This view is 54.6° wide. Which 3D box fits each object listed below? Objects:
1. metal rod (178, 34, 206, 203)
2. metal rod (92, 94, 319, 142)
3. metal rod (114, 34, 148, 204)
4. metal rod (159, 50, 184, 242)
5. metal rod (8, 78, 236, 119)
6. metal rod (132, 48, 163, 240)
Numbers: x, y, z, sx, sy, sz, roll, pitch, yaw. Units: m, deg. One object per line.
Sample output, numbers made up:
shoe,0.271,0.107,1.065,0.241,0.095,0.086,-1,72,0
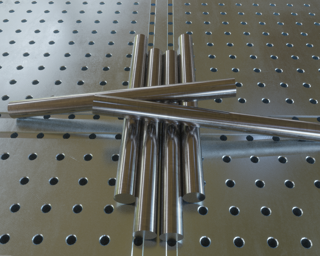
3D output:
metal rod,0.041,-0.038,0.439,0.025,0.025,0.300,1,50,1
metal rod,0.069,-0.011,0.390,0.302,0.025,0.025,7,50,-6
metal rod,-0.035,-0.037,0.438,0.025,0.025,0.300,1,50,1
metal rod,0.015,-0.003,0.412,0.025,0.025,0.300,1,50,1
metal rod,-0.054,-0.038,0.410,0.301,0.025,0.025,-5,50,7
metal rod,-0.012,-0.006,0.411,0.025,0.025,0.300,1,50,1
